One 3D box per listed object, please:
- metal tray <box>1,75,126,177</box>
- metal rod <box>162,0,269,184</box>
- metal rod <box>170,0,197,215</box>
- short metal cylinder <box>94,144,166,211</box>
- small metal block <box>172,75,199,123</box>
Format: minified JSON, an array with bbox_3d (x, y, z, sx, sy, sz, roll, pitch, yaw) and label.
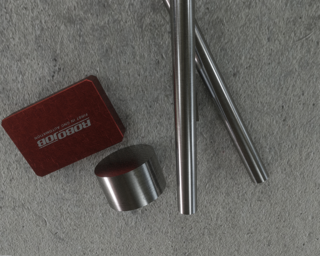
[{"bbox_3d":[-0.123,-0.001,0.405,0.130,0.030,0.090,-24,109,8],"label":"metal tray"},{"bbox_3d":[0.071,-0.053,0.391,0.025,0.025,0.299,-27,108,9],"label":"metal rod"},{"bbox_3d":[0.027,-0.037,0.343,0.025,0.025,0.298,-3,110,1],"label":"metal rod"},{"bbox_3d":[-0.038,0.062,0.403,0.080,0.080,0.050,-17,110,6],"label":"short metal cylinder"},{"bbox_3d":[0.031,-0.038,0.383,0.025,0.050,0.050,-7,110,2],"label":"small metal block"}]
